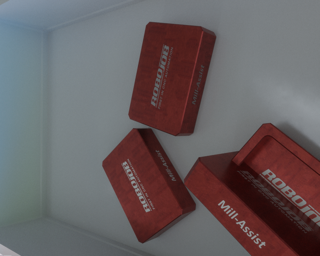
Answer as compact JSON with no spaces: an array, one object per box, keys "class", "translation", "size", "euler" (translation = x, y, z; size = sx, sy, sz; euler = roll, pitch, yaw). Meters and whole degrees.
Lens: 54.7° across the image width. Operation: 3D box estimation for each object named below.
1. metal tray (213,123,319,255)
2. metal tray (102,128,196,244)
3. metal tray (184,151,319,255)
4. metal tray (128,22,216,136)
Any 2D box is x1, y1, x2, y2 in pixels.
[{"class":"metal tray","translation":[0.123,0.069,0.289],"size":[0.130,0.030,0.090],"euler":[45,105,29]},{"class":"metal tray","translation":[-0.020,0.075,0.420],"size":[0.090,0.030,0.130],"euler":[-45,63,30]},{"class":"metal tray","translation":[0.095,0.076,0.285],"size":[0.130,0.091,0.030],"euler":[44,118,31]},{"class":"metal tray","translation":[0.012,-0.063,0.394],"size":[0.090,0.030,0.129],"euler":[20,103,38]}]
